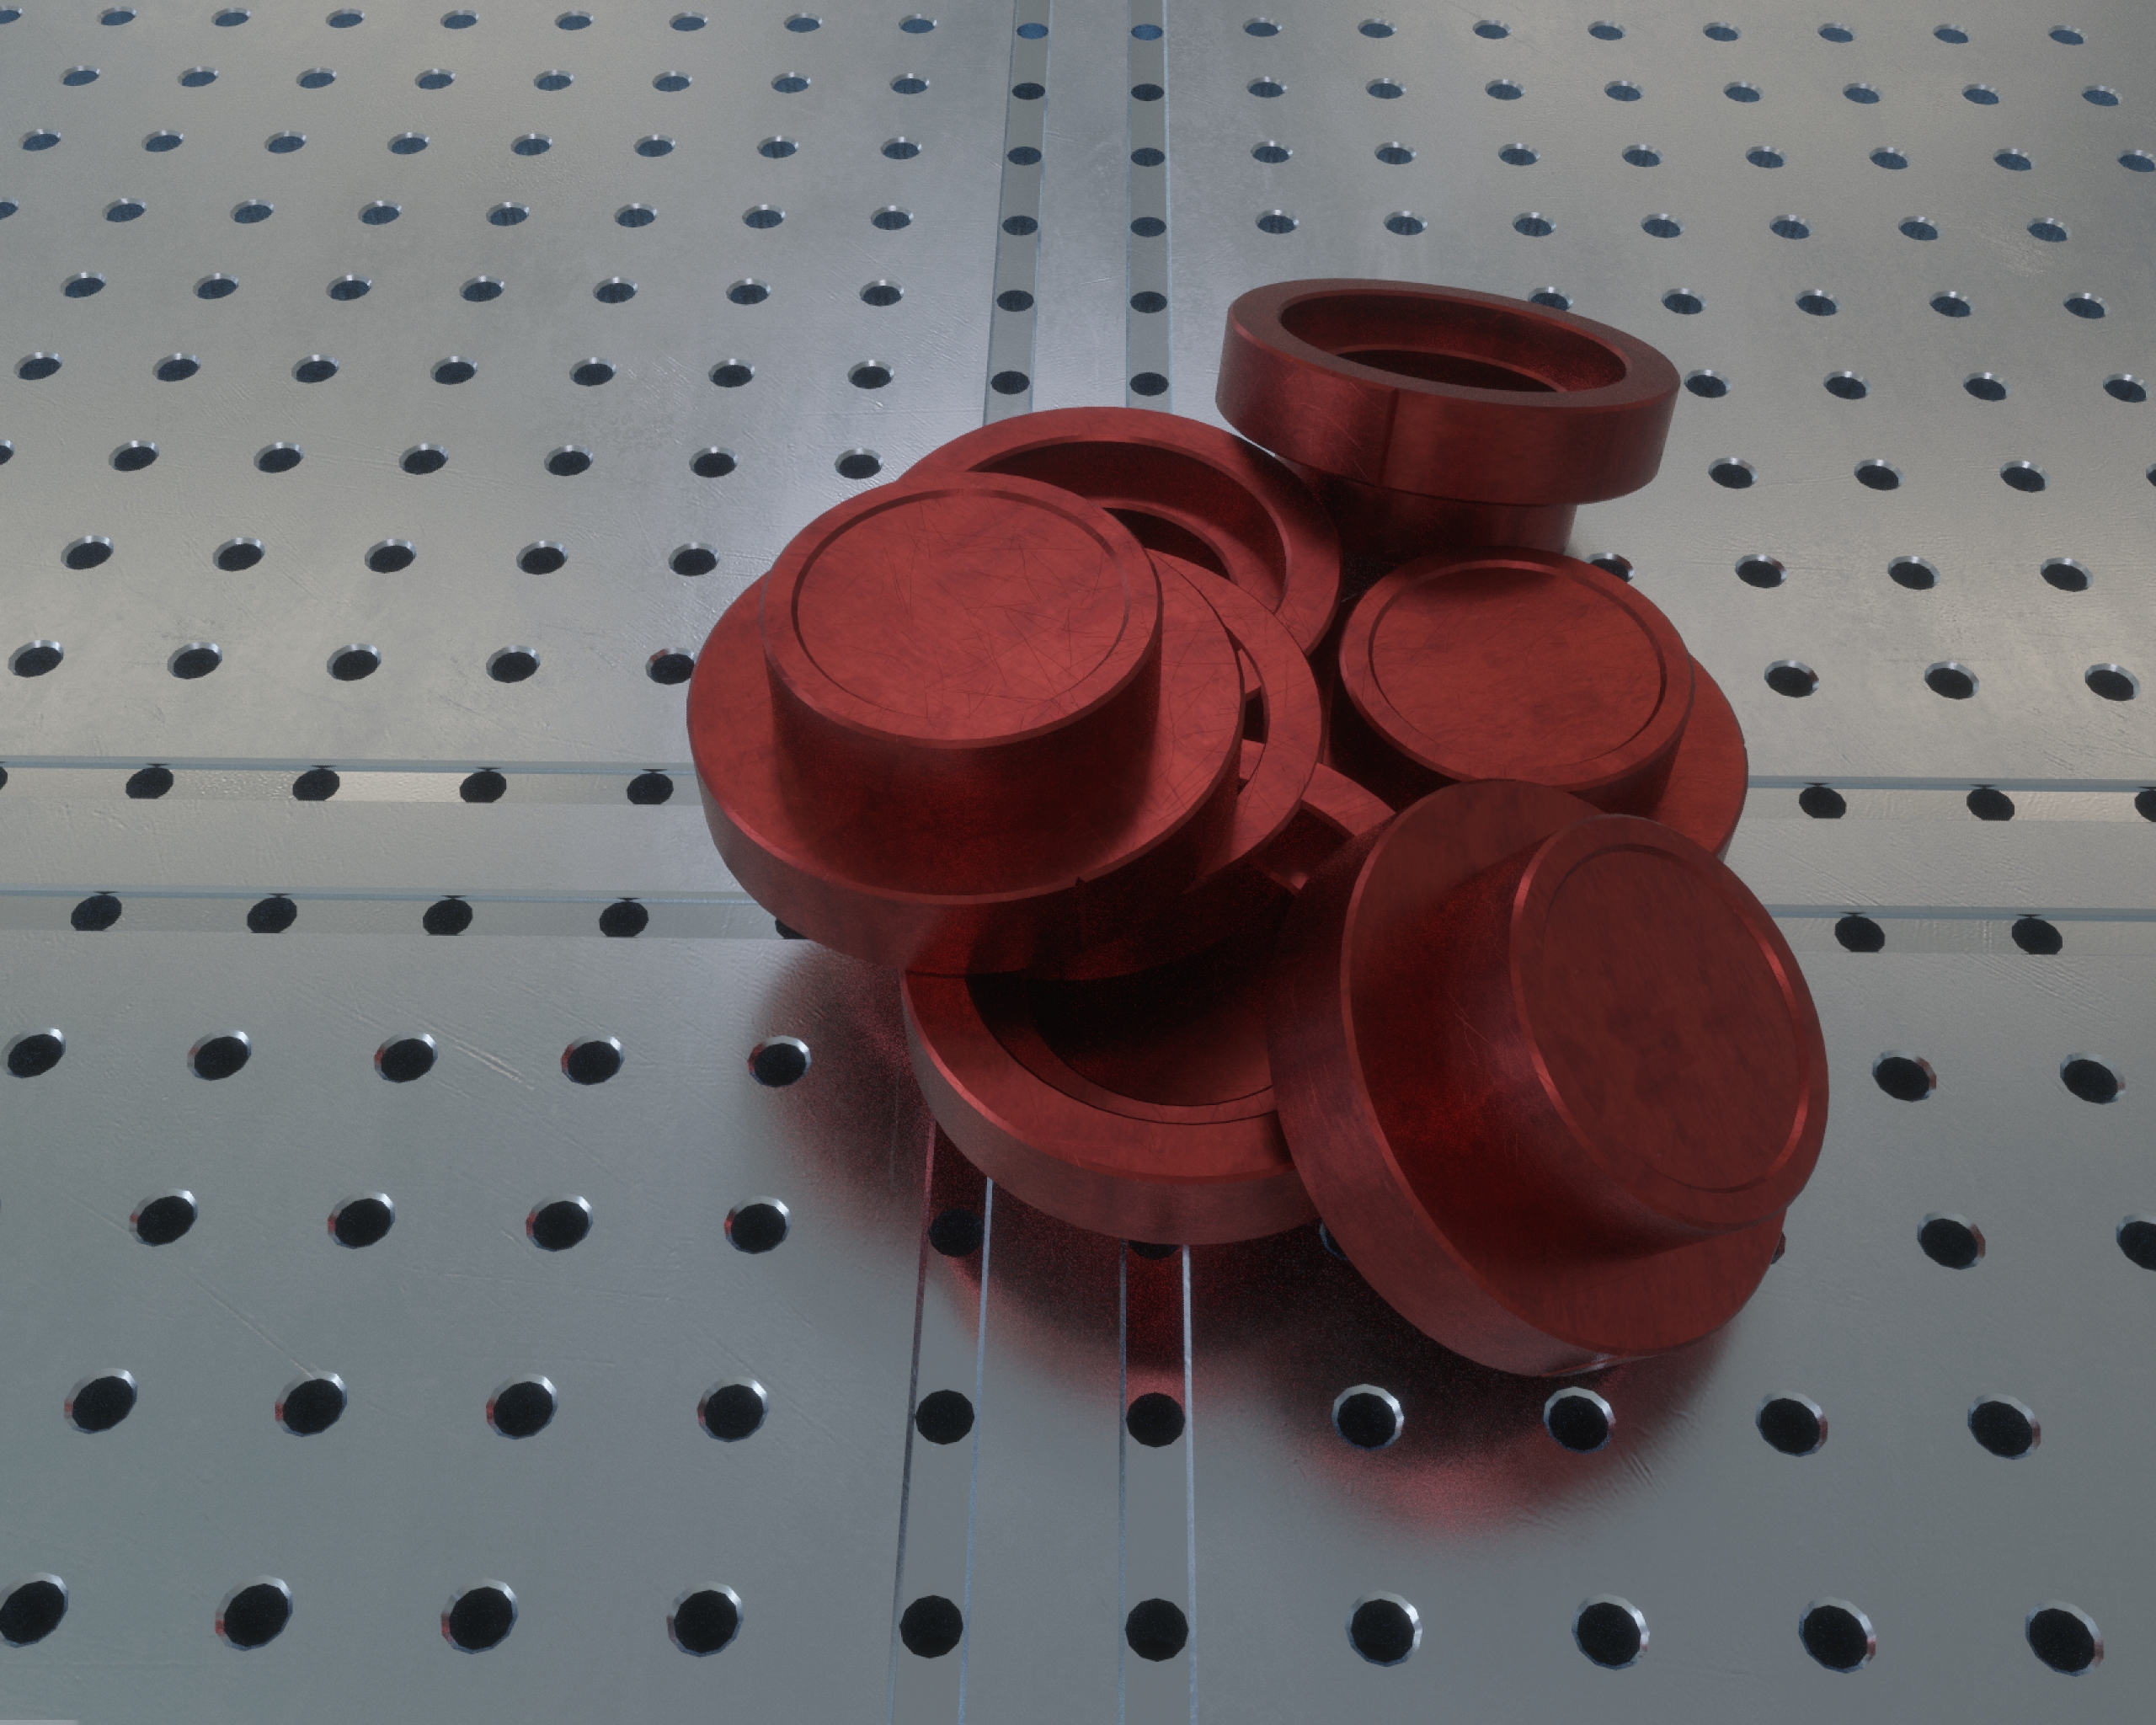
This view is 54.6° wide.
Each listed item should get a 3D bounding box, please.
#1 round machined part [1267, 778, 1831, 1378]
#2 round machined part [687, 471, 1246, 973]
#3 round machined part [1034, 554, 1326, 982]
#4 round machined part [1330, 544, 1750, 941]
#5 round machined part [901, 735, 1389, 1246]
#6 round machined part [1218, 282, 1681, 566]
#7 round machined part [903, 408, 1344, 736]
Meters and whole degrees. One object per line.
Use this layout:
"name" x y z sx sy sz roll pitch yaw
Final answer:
"round machined part" 0.083 0.031 0.339 0.099 0.042 0.098 15 61 -28
"round machined part" -0.020 -0.031 0.368 0.099 0.042 0.098 0 50 0
"round machined part" -0.002 -0.015 0.409 0.099 0.042 0.098 0 50 0
"round machined part" 0.085 -0.026 0.419 0.099 0.042 0.098 0 50 0
"round machined part" 0.019 0.026 0.375 0.099 0.042 0.098 0 50 0
"round machined part" 0.079 -0.095 0.463 0.099 0.042 0.098 6 29 -3
"round machined part" 0.004 -0.049 0.438 0.099 0.042 0.098 0 50 0
